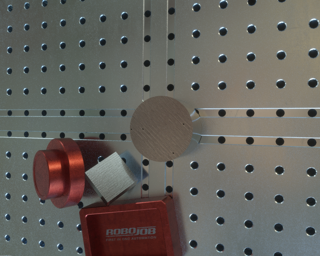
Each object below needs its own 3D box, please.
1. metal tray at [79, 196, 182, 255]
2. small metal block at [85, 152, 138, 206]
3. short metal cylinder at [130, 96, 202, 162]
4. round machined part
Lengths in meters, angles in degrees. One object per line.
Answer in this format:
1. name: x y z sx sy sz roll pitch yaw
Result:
1. metal tray: -0.042 0.146 0.424 0.130 0.030 0.089 -10 87 19
2. small metal block: -0.066 0.069 0.422 0.050 0.025 0.050 -35 76 -25
3. short metal cylinder: 0.009 0.001 0.396 0.080 0.050 0.080 0 90 20
4. round machined part: -0.146 0.063 0.432 0.098 0.042 0.097 3 94 51
